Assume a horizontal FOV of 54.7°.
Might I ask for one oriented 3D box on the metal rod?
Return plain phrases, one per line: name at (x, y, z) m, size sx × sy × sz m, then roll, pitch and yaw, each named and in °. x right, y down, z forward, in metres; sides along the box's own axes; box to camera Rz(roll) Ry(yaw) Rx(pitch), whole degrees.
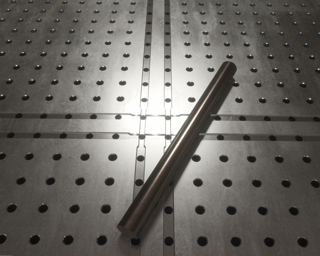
metal rod at (0.038, 0.006, 0.402) m, size 0.025 × 0.025 × 0.301 m, roll 23°, pitch 53°, yaw 17°
